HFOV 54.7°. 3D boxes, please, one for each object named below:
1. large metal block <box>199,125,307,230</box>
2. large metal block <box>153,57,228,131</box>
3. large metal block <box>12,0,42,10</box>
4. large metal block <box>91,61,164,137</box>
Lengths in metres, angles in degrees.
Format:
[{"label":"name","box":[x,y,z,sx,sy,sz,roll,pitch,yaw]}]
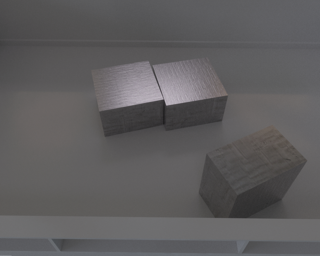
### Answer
[{"label":"large metal block","box":[0.092,0.053,0.325,0.081,0.080,0.050,-21,53,-17]},{"label":"large metal block","box":[0.038,-0.048,0.430,0.081,0.050,0.080,-10,51,-9]},{"label":"large metal block","box":[-0.274,-0.296,0.619,0.050,0.080,0.080,-11,51,-9]},{"label":"large metal block","box":[-0.045,-0.041,0.423,0.081,0.050,0.080,-12,51,-10]}]
